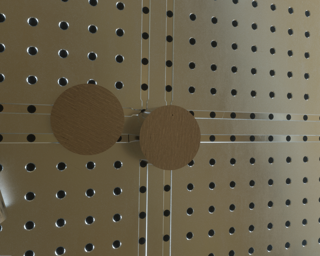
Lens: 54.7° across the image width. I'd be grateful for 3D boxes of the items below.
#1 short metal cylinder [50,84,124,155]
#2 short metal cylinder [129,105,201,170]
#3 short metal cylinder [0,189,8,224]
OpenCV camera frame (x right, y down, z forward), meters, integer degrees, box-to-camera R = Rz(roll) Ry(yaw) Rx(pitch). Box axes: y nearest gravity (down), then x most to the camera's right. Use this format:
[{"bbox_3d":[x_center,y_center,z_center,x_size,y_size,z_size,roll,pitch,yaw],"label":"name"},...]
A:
[{"bbox_3d":[-0.087,-0.010,0.367,0.081,0.050,0.079,0,90,-20],"label":"short metal cylinder"},{"bbox_3d":[0.005,0.012,0.401,0.081,0.050,0.079,0,90,-20],"label":"short metal cylinder"},{"bbox_3d":[-0.202,0.079,0.309,0.081,0.080,0.050,-16,96,-19],"label":"short metal cylinder"}]
